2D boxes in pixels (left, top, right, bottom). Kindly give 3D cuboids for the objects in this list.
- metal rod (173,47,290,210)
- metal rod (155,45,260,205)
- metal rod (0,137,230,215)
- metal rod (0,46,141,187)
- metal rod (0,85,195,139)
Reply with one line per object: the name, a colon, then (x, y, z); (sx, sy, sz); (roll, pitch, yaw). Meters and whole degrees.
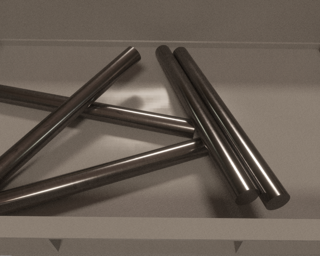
metal rod: (0.072, -0.026, 0.400); (0.025, 0.025, 0.300); (-12, 43, -10)
metal rod: (0.044, -0.030, 0.403); (0.025, 0.025, 0.300); (-12, 43, -10)
metal rod: (-0.040, 0.047, 0.364); (0.302, 0.025, 0.025); (-14, 52, -13)
metal rod: (-0.131, -0.005, 0.382); (0.025, 0.025, 0.301); (32, 64, 23)
metal rod: (-0.101, -0.026, 0.425); (0.301, 0.025, 0.025); (11, 51, 8)
